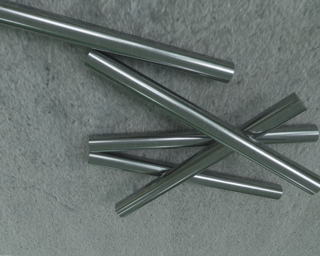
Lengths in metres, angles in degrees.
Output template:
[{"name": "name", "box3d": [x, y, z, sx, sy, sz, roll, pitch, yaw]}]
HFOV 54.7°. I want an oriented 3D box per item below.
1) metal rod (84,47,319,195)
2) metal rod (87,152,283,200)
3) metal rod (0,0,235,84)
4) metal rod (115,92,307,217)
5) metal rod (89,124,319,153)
[{"name": "metal rod", "box3d": [0.054, -0.005, 0.354, 0.301, 0.025, 0.025, 29, 125, -5]}, {"name": "metal rod", "box3d": [0.045, 0.071, 0.468, 0.302, 0.025, 0.025, 12, 129, -11]}, {"name": "metal rod", "box3d": [-0.065, -0.095, 0.325, 0.302, 0.025, 0.025, 12, 129, -11]}, {"name": "metal rod", "box3d": [0.049, 0.048, 0.414, 0.299, 0.025, 0.025, -36, 122, 26]}, {"name": "metal rod", "box3d": [0.057, 0.014, 0.420, 0.302, 0.025, 0.025, -3, 130, 1]}]
